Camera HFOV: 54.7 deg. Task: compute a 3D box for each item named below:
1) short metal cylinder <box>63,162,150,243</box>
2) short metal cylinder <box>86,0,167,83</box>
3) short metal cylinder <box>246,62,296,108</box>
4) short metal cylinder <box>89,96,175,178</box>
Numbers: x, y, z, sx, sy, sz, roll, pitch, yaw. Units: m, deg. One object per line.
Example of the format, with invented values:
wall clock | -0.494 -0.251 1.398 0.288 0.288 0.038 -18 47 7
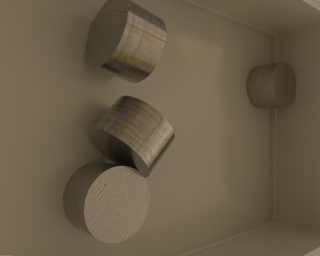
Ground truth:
short metal cylinder | -0.058 0.079 0.342 0.081 0.050 0.080 0 90 -40
short metal cylinder | -0.038 -0.095 0.338 0.050 0.080 0.080 17 79 -39
short metal cylinder | 0.201 -0.076 0.558 0.081 0.050 0.080 0 90 -40
short metal cylinder | -0.031 0.010 0.345 0.080 0.080 0.050 52 60 -28
